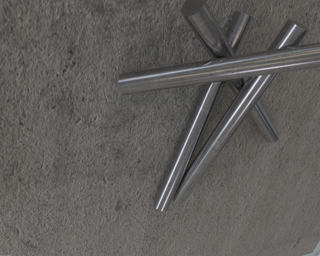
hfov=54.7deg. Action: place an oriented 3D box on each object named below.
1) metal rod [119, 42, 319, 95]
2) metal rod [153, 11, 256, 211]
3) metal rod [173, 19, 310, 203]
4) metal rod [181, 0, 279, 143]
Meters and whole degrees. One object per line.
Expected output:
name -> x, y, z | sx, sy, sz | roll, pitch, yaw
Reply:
metal rod -> 0.104, -0.068, 0.327 | 0.301, 0.025, 0.025 | -7, 127, 11
metal rod -> 0.053, -0.009, 0.429 | 0.025, 0.025, 0.298 | 8, 114, -32
metal rod -> 0.088, 0.000, 0.408 | 0.025, 0.025, 0.298 | 5, 130, -31
metal rod -> 0.109, -0.051, 0.406 | 0.025, 0.025, 0.301 | -46, 138, 4
